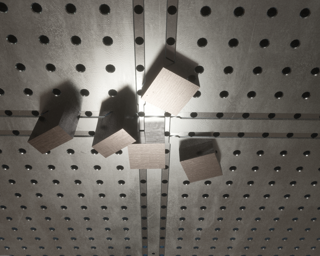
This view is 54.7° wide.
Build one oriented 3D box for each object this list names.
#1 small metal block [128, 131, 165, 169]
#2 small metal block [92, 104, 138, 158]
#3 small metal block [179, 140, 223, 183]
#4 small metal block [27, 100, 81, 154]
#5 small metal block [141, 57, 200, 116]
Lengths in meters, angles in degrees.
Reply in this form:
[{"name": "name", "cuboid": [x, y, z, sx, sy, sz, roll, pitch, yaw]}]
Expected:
[{"name": "small metal block", "cuboid": [-0.018, 0.032, 0.439, 0.050, 0.025, 0.050, -1, 130, 0]}, {"name": "small metal block", "cuboid": [-0.057, 0.003, 0.397, 0.050, 0.050, 0.025, -29, 124, 22]}, {"name": "small metal block", "cuboid": [0.060, 0.050, 0.456, 0.050, 0.025, 0.050, -16, 129, 13]}, {"name": "small metal block", "cuboid": [-0.133, -0.001, 0.392, 0.050, 0.050, 0.025, -25, 126, 19]}, {"name": "small metal block", "cuboid": [0.012, -0.049, 0.371, 0.050, 0.025, 0.050, 25, 126, -20]}]
